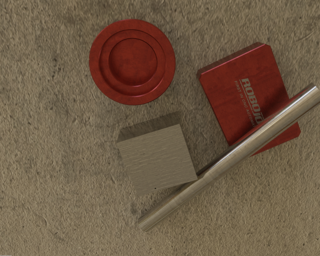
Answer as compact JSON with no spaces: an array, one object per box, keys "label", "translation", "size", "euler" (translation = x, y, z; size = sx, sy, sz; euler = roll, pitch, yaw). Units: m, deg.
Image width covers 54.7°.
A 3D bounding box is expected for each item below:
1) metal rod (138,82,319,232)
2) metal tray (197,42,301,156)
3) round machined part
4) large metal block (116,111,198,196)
[{"label":"metal rod","translation":[0.076,0.052,0.402],"size":[0.025,0.025,0.299],"euler":[41,115,-14]},{"label":"metal tray","translation":[0.114,-0.032,0.397],"size":[0.090,0.030,0.130],"euler":[-25,109,8]},{"label":"round machined part","translation":[-0.032,-0.080,0.371],"size":[0.099,0.042,0.097],"euler":[0,110,-1]},{"label":"large metal block","translation":[-0.003,0.033,0.409],"size":[0.080,0.050,0.080],"euler":[-17,110,6]}]
